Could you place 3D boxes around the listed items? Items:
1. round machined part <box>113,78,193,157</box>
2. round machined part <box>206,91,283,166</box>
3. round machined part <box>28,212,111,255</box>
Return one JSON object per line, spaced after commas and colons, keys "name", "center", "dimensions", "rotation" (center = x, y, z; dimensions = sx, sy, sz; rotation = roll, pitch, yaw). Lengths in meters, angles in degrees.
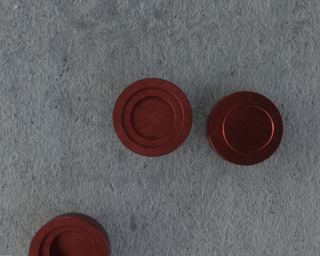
{"name": "round machined part", "center": [-0.009, -0.013, 0.401], "dimensions": [0.099, 0.042, 0.097], "rotation": [0, 90, 0]}
{"name": "round machined part", "center": [0.112, 0.001, 0.402], "dimensions": [0.099, 0.042, 0.097], "rotation": [0, 90, 0]}
{"name": "round machined part", "center": [-0.112, 0.158, 0.401], "dimensions": [0.099, 0.042, 0.097], "rotation": [0, 90, 0]}
